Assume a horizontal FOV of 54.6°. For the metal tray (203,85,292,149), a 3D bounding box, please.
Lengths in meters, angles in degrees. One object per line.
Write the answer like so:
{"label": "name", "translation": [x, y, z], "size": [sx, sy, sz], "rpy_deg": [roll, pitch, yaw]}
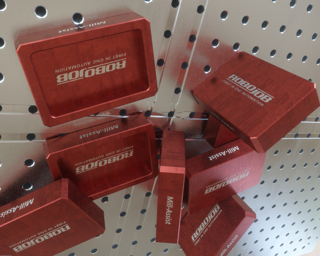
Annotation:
{"label": "metal tray", "translation": [0.135, -0.019, 0.461], "size": [0.131, 0.030, 0.089], "rpy_deg": [-7, 128, -26]}

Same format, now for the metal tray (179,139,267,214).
{"label": "metal tray", "translation": [0.093, 0.069, 0.463], "size": [0.131, 0.030, 0.090], "rpy_deg": [-19, 133, -17]}

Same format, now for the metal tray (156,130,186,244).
{"label": "metal tray", "translation": [0.014, 0.080, 0.423], "size": [0.030, 0.090, 0.129], "rpy_deg": [4, 121, 2]}

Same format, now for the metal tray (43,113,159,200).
{"label": "metal tray", "translation": [-0.069, 0.041, 0.395], "size": [0.131, 0.030, 0.089], "rpy_deg": [-18, 126, -18]}

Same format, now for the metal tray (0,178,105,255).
{"label": "metal tray", "translation": [-0.146, 0.121, 0.380], "size": [0.130, 0.030, 0.090], "rpy_deg": [-25, 131, 6]}

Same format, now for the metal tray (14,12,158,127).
{"label": "metal tray", "translation": [-0.071, -0.063, 0.329], "size": [0.131, 0.030, 0.090], "rpy_deg": [-19, 126, -17]}

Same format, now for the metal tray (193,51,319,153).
{"label": "metal tray", "translation": [0.111, -0.038, 0.379], "size": [0.090, 0.130, 0.030], "rpy_deg": [-40, 129, -1]}

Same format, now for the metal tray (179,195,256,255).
{"label": "metal tray", "translation": [0.086, 0.162, 0.515], "size": [0.030, 0.090, 0.129], "rpy_deg": [23, 106, -38]}
